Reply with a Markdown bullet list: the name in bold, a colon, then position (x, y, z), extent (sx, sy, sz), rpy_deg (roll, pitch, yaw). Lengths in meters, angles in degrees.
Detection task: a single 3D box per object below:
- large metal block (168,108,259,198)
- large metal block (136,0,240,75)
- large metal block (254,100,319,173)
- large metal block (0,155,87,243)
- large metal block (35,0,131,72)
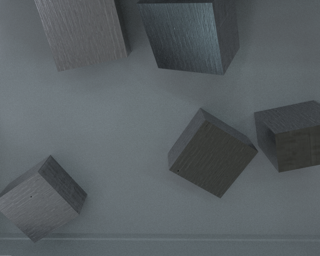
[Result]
- **large metal block**: position (0.067, 0.033, 0.411), extent (0.080, 0.050, 0.080), rpy_deg (30, 107, -11)
- **large metal block**: position (0.033, -0.106, 0.325), extent (0.080, 0.050, 0.080), rpy_deg (13, 144, 30)
- **large metal block**: position (0.172, 0.007, 0.387), extent (0.080, 0.080, 0.050), rpy_deg (-12, 110, 4)
- **large metal block**: position (-0.164, 0.098, 0.432), extent (0.080, 0.050, 0.080), rpy_deg (-34, 107, 11)
- **large metal block**: position (-0.083, -0.116, 0.354), extent (0.080, 0.050, 0.079), rpy_deg (-11, 110, 4)
